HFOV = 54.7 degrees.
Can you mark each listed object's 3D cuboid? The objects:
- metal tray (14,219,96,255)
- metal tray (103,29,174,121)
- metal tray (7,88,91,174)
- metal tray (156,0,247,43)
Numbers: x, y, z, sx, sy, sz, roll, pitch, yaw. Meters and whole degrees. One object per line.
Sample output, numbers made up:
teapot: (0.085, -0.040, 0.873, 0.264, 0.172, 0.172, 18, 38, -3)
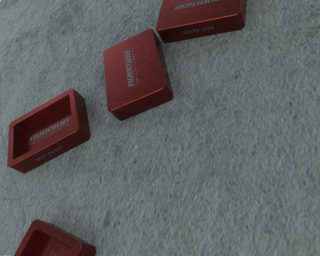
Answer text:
metal tray: (-0.142, 0.184, 0.359, 0.090, 0.030, 0.130, 12, 68, 32)
metal tray: (-0.037, -0.083, 0.469, 0.090, 0.030, 0.130, -22, 54, 15)
metal tray: (-0.177, 0.004, 0.488, 0.130, 0.030, 0.090, -27, 53, 11)
metal tray: (0.065, -0.184, 0.479, 0.130, 0.030, 0.090, -3, 60, 26)
